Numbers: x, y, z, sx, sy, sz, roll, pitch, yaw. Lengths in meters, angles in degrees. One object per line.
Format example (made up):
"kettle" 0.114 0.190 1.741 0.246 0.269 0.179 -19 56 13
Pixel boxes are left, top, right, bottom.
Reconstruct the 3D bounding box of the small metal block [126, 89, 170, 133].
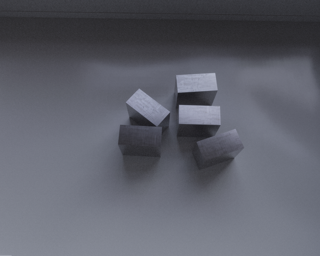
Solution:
"small metal block" -0.015 -0.017 0.402 0.050 0.050 0.025 38 74 12

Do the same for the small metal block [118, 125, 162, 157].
"small metal block" -0.023 0.017 0.390 0.050 0.050 0.025 3 71 1

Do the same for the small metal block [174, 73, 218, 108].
"small metal block" 0.046 -0.049 0.415 0.050 0.050 0.025 -4 70 -2

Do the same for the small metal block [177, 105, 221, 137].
"small metal block" 0.048 -0.008 0.400 0.050 0.050 0.025 2 70 0

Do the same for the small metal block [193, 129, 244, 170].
"small metal block" 0.071 0.028 0.387 0.050 0.050 0.025 -18 71 -7
